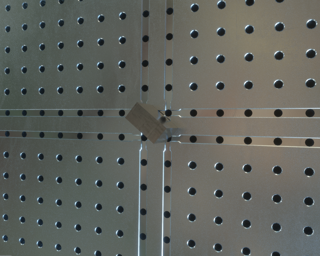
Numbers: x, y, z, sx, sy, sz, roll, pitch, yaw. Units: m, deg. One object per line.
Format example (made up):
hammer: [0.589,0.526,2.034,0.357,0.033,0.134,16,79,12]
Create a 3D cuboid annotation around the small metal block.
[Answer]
small metal block: [-0.010,-0.006,0.402,0.050,0.050,0.025,42,103,15]
